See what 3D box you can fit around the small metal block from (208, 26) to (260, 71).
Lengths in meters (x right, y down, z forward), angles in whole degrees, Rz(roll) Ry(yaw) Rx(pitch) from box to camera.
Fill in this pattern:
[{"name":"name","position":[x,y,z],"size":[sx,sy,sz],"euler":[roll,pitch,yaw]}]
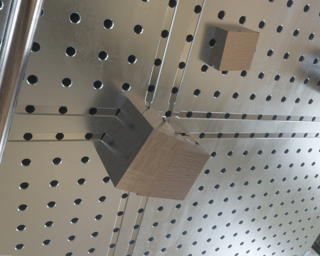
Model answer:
[{"name":"small metal block","position":[0.095,-0.102,0.402],"size":[0.050,0.025,0.050],"euler":[-6,121,-26]}]

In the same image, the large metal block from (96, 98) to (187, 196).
[{"name":"large metal block","position":[-0.026,0.022,0.376],"size":[0.050,0.080,0.080],"euler":[24,105,-37]}]

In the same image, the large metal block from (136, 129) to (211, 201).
[{"name":"large metal block","position":[0.010,0.051,0.434],"size":[0.081,0.050,0.080],"euler":[16,110,-35]}]

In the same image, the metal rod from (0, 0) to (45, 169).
[{"name":"metal rod","position":[-0.171,0.007,0.322],"size":[0.025,0.025,0.298],"euler":[11,113,-33]}]
